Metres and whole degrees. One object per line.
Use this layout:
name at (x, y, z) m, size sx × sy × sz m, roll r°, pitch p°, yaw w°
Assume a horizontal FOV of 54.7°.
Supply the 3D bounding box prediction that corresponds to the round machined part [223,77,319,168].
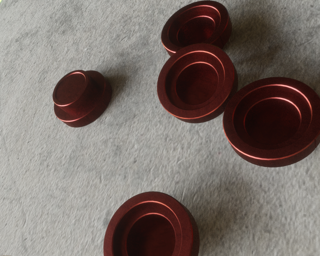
round machined part at (0.121, -0.003, 0.331) m, size 0.098 × 0.042 × 0.098 m, roll -13°, pitch 56°, yaw 20°

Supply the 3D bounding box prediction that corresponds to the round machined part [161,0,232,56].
round machined part at (0.055, -0.132, 0.444) m, size 0.098 × 0.042 × 0.098 m, roll -13°, pitch 56°, yaw 20°

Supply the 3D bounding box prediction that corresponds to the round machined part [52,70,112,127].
round machined part at (-0.129, -0.053, 0.491) m, size 0.098 × 0.042 × 0.098 m, roll -13°, pitch 56°, yaw 20°

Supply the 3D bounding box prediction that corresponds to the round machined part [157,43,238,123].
round machined part at (0.049, -0.052, 0.389) m, size 0.098 × 0.042 × 0.098 m, roll -8°, pitch 72°, yaw 25°

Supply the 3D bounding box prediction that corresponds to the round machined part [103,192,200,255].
round machined part at (-0.005, 0.120, 0.321) m, size 0.098 × 0.042 × 0.098 m, roll -13°, pitch 56°, yaw 20°
